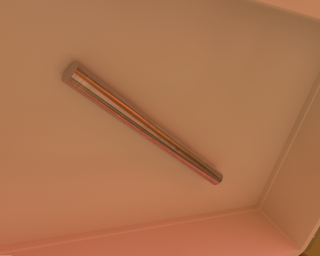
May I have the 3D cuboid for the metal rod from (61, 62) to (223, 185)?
[{"bbox_3d":[0.000,0.012,0.415,0.025,0.025,0.301,-48,129,6],"label":"metal rod"}]
